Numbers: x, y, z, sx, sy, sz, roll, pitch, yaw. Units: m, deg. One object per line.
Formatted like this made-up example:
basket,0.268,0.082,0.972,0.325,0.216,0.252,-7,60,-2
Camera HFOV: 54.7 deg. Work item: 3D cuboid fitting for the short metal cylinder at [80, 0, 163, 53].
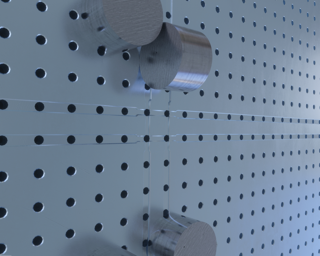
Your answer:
short metal cylinder,-0.043,-0.130,0.356,0.081,0.050,0.079,0,90,-40

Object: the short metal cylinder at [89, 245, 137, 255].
short metal cylinder,-0.050,0.181,0.351,0.081,0.050,0.080,0,90,-40

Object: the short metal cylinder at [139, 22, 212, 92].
short metal cylinder,0.018,-0.086,0.388,0.050,0.080,0.079,-1,91,-40

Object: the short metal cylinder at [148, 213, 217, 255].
short metal cylinder,0.031,0.161,0.419,0.081,0.050,0.079,0,90,-40
